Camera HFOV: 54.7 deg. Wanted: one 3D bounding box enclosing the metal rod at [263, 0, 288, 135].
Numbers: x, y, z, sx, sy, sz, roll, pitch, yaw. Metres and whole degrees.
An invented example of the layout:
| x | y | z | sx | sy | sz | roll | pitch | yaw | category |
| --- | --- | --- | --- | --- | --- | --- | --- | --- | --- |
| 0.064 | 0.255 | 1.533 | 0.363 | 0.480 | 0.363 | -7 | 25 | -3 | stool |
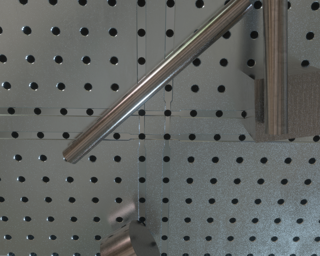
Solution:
| x | y | z | sx | sy | sz | roll | pitch | yaw | category |
| --- | --- | --- | --- | --- | --- | --- | --- | --- | --- |
| 0.122 | -0.142 | 0.329 | 0.025 | 0.025 | 0.298 | -3 | 98 | 1 | metal rod |

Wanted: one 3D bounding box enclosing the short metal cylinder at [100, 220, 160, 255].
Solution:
| x | y | z | sx | sy | sz | roll | pitch | yaw | category |
| --- | --- | --- | --- | --- | --- | --- | --- | --- | --- |
| -0.041 | 0.183 | 0.451 | 0.050 | 0.080 | 0.080 | -33 | 107 | 11 | short metal cylinder |

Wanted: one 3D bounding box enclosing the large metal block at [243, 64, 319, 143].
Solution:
| x | y | z | sx | sy | sz | roll | pitch | yaw | category |
| --- | --- | --- | --- | --- | --- | --- | --- | --- | --- |
| 0.153 | -0.032 | 0.390 | 0.080 | 0.050 | 0.079 | -7 | 110 | 2 | large metal block |

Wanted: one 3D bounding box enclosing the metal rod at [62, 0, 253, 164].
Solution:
| x | y | z | sx | sy | sz | roll | pitch | yaw | category |
| --- | --- | --- | --- | --- | --- | --- | --- | --- | --- |
| -0.012 | -0.054 | 0.393 | 0.300 | 0.025 | 0.025 | -40 | 106 | 13 | metal rod |
